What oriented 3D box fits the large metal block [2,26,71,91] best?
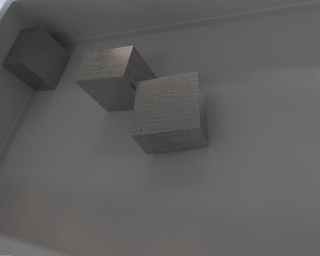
[{"bbox_3d":[-0.220,-0.123,0.562,0.050,0.080,0.080,1,62,29],"label":"large metal block"}]

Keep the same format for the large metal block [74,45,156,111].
[{"bbox_3d":[-0.058,-0.067,0.442,0.080,0.080,0.050,-1,62,28],"label":"large metal block"}]

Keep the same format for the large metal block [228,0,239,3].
[{"bbox_3d":[0.120,-0.253,0.465,0.050,0.080,0.080,-4,60,26],"label":"large metal block"}]

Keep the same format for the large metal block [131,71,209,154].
[{"bbox_3d":[0.014,-0.018,0.387,0.080,0.050,0.080,-8,58,16],"label":"large metal block"}]
